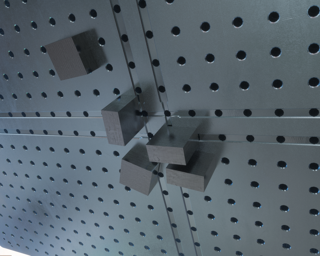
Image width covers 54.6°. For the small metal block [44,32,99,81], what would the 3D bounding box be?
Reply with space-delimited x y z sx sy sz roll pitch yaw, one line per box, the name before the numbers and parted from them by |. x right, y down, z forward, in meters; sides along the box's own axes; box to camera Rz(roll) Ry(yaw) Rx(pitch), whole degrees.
small metal block | -0.118 -0.095 0.416 0.050 0.025 0.050 -6 116 31

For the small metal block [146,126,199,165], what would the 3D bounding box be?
small metal block | 0.017 0.021 0.399 0.050 0.050 0.025 3 120 27

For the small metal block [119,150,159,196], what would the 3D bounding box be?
small metal block | -0.032 0.068 0.471 0.050 0.025 0.050 21 127 15

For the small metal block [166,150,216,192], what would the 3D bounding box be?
small metal block | 0.041 0.053 0.407 0.050 0.050 0.025 10 123 23

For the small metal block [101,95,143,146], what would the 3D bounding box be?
small metal block | -0.049 -0.011 0.415 0.025 0.050 0.050 7 122 25
